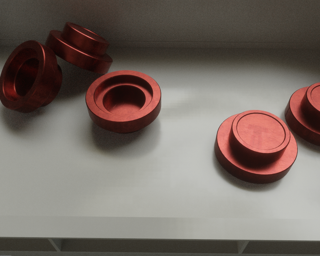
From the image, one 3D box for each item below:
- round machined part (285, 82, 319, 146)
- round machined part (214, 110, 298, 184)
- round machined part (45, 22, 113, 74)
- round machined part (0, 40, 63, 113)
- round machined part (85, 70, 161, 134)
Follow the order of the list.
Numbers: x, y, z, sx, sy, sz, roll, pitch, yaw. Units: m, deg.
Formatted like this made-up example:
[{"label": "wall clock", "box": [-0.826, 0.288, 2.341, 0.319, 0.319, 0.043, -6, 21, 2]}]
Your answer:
[{"label": "round machined part", "box": [0.224, -0.024, 0.416, 0.099, 0.042, 0.098, 0, 50, 0]}, {"label": "round machined part", "box": [0.119, 0.016, 0.381, 0.099, 0.042, 0.098, 0, 50, 0]}, {"label": "round machined part", "box": [-0.115, -0.123, 0.463, 0.098, 0.042, 0.098, 27, 17, -9]}, {"label": "round machined part", "box": [-0.174, -0.067, 0.428, 0.098, 0.042, 0.098, -9, 72, 31]}, {"label": "round machined part", "box": [-0.047, -0.031, 0.420, 0.099, 0.042, 0.098, 0, 50, 0]}]
